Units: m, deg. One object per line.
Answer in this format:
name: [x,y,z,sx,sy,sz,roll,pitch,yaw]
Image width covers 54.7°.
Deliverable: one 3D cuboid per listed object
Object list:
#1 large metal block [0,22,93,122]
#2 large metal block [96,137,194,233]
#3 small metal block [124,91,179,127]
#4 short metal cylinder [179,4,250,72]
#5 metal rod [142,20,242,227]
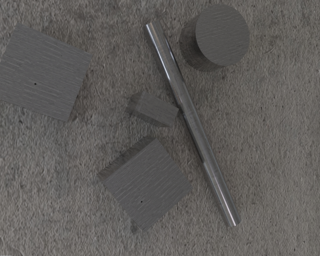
large metal block: [-0.131,-0.057,0.347,0.080,0.050,0.080,21,83,-19]
large metal block: [-0.020,0.067,0.389,0.080,0.050,0.080,-39,103,-16]
small metal block: [-0.012,-0.022,0.392,0.050,0.050,0.025,25,82,-19]
short metal cylinder: [0.073,-0.120,0.423,0.081,0.050,0.080,0,90,-20]
metal rod: [0.047,0.000,0.426,0.025,0.025,0.299,-26,99,-18]
